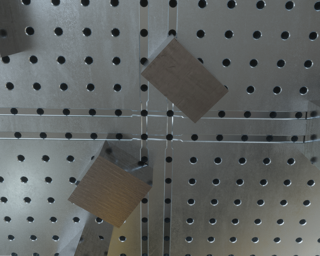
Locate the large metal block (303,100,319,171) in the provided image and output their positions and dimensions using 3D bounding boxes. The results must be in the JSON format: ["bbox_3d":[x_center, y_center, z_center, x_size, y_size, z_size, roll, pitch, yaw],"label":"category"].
[{"bbox_3d":[0.242,0.006,0.404,0.080,0.050,0.080,-4,110,1],"label":"large metal block"}]

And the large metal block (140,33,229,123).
[{"bbox_3d":[0.026,-0.061,0.362,0.080,0.080,0.050,41,105,-14],"label":"large metal block"}]

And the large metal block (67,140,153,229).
[{"bbox_3d":[-0.066,0.077,0.428,0.080,0.050,0.080,33,107,-12],"label":"large metal block"}]

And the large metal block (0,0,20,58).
[{"bbox_3d":[-0.219,-0.121,0.354,0.080,0.050,0.080,-4,110,1],"label":"large metal block"}]

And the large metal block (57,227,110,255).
[{"bbox_3d":[-0.125,0.211,0.461,0.050,0.080,0.080,40,105,-13],"label":"large metal block"}]
